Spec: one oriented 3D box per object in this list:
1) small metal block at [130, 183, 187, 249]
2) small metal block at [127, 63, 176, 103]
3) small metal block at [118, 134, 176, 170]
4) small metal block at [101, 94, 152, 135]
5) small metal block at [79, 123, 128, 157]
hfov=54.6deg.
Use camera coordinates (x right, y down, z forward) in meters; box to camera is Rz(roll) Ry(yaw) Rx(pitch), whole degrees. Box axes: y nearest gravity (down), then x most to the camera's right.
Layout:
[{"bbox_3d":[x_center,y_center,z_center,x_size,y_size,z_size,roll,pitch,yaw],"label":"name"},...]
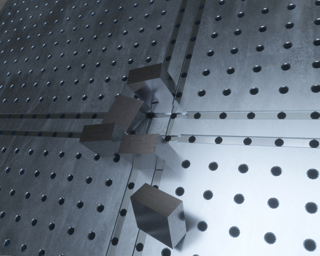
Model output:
[{"bbox_3d":[-0.001,0.094,0.333,0.050,0.050,0.025,19,42,35],"label":"small metal block"},{"bbox_3d":[-0.011,-0.061,0.437,0.050,0.050,0.025,-8,59,24],"label":"small metal block"},{"bbox_3d":[-0.015,0.030,0.383,0.050,0.050,0.025,-3,61,27],"label":"small metal block"},{"bbox_3d":[-0.048,-0.016,0.445,0.050,0.025,0.050,18,71,35],"label":"small metal block"},{"bbox_3d":[-0.071,0.017,0.420,0.050,0.050,0.025,-4,60,26],"label":"small metal block"}]
